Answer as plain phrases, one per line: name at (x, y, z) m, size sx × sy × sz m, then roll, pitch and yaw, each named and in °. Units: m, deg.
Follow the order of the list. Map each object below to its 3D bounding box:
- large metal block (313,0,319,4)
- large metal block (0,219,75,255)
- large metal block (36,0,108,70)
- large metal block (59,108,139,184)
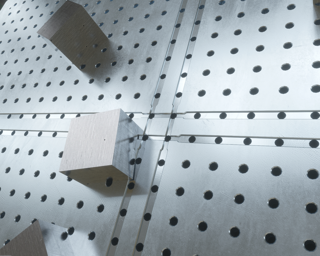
large metal block at (0.233, -0.195, 0.370) m, size 0.080 × 0.080 × 0.050 m, roll 24°, pitch 75°, yaw 36°
large metal block at (-0.148, 0.170, 0.367) m, size 0.080 × 0.050 × 0.080 m, roll -39°, pitch 51°, yaw 2°
large metal block at (-0.156, -0.167, 0.559) m, size 0.050 × 0.080 × 0.080 m, roll 34°, pitch 81°, yaw 38°
large metal block at (-0.080, 0.027, 0.419) m, size 0.080 × 0.050 × 0.080 m, roll -10°, pitch 57°, yaw 23°
